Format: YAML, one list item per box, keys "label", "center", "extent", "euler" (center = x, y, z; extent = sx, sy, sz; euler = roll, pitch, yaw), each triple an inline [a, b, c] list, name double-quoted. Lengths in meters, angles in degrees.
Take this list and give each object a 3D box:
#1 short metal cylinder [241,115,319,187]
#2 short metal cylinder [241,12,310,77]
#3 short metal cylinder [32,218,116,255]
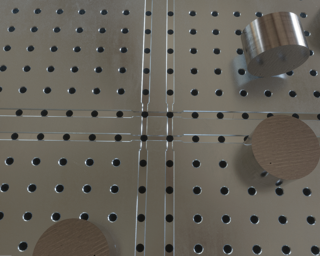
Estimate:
- label: "short metal cylinder"
  center: [0.148, 0.030, 0.388]
  extent: [0.081, 0.050, 0.080]
  euler: [0, 70, 0]
- label: "short metal cylinder"
  center: [0.156, -0.112, 0.424]
  extent: [0.081, 0.080, 0.050]
  euler: [-5, 70, -2]
- label: "short metal cylinder"
  center: [-0.093, 0.144, 0.345]
  extent: [0.081, 0.050, 0.080]
  euler: [0, 70, 0]
